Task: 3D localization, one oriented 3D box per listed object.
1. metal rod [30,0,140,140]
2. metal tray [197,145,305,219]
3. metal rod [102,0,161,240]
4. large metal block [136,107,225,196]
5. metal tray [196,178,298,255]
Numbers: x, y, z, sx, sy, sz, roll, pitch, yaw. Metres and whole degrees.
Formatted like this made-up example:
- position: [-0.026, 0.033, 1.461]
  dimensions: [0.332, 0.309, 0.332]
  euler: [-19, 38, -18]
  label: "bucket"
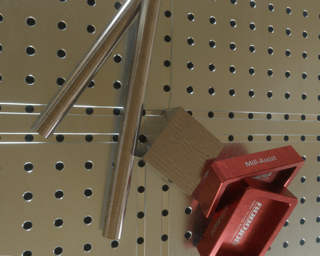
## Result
- position: [-0.061, -0.117, 0.390]
  dimensions: [0.025, 0.025, 0.300]
  euler: [36, 78, -17]
  label: "metal rod"
- position: [0.124, 0.075, 0.429]
  dimensions: [0.131, 0.030, 0.089]
  euler: [-9, 136, -20]
  label: "metal tray"
- position: [-0.036, -0.011, 0.389]
  dimensions: [0.025, 0.025, 0.298]
  euler: [9, 91, -20]
  label: "metal rod"
- position: [0.024, 0.029, 0.409]
  dimensions: [0.080, 0.050, 0.080]
  euler: [40, 77, -16]
  label: "large metal block"
- position: [0.118, 0.134, 0.426]
  dimensions: [0.091, 0.030, 0.129]
  euler: [17, 108, -23]
  label: "metal tray"
